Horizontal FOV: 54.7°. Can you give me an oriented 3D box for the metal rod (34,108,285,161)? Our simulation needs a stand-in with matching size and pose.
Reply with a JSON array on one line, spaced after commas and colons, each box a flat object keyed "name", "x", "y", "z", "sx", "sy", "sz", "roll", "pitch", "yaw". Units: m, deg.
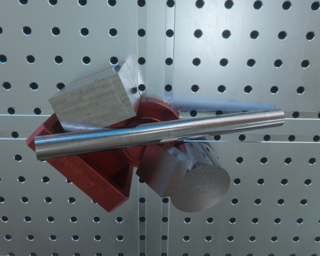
[{"name": "metal rod", "x": 0.016, "y": 0.003, "z": 0.364, "sx": 0.303, "sy": 0.025, "sz": 0.025, "roll": -7, "pitch": 111, "yaw": -19}]

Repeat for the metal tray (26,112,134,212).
[{"name": "metal tray", "x": -0.092, "y": 0.035, "z": 0.389, "sx": 0.030, "sy": 0.090, "sz": 0.130, "roll": -42, "pitch": 105, "yaw": 14}]

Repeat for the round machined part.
[{"name": "round machined part", "x": -0.017, "y": 0.012, "z": 0.411, "sx": 0.099, "sy": 0.042, "sz": 0.097, "roll": 0, "pitch": 110, "yaw": -1}]

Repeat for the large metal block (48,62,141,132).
[{"name": "large metal block", "x": -0.072, "y": -0.036, "z": 0.368, "sx": 0.080, "sy": 0.080, "sz": 0.050, "roll": -20, "pitch": 109, "yaw": 7}]

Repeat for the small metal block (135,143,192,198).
[{"name": "small metal block", "x": 0.003, "y": 0.047, "z": 0.371, "sx": 0.025, "sy": 0.050, "sz": 0.050, "roll": 4, "pitch": 115, "yaw": -47}]

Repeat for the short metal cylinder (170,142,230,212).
[{"name": "short metal cylinder", "x": 0.045, "y": 0.065, "z": 0.412, "sx": 0.081, "sy": 0.050, "sz": 0.079, "roll": -8, "pitch": 124, "yaw": -13}]
